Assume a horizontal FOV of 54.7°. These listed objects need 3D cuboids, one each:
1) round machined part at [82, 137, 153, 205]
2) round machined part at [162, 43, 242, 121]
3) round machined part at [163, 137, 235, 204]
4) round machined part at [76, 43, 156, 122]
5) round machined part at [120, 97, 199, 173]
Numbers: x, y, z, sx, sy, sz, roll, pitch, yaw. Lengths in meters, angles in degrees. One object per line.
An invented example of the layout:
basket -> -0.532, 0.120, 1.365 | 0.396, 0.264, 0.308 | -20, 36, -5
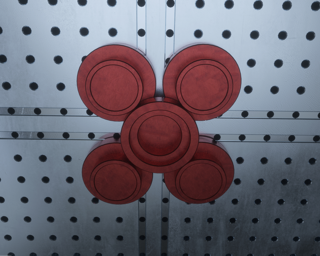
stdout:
round machined part -> -0.059, 0.065, 0.428 | 0.099, 0.042, 0.097 | 0, 110, -1
round machined part -> 0.052, -0.054, 0.384 | 0.099, 0.042, 0.097 | 0, 110, -1
round machined part -> 0.054, 0.064, 0.428 | 0.099, 0.042, 0.097 | 0, 110, -1
round machined part -> -0.054, -0.053, 0.383 | 0.099, 0.042, 0.097 | 0, 110, -1
round machined part -> 0.000, 0.006, 0.405 | 0.099, 0.042, 0.097 | 0, 110, -1
